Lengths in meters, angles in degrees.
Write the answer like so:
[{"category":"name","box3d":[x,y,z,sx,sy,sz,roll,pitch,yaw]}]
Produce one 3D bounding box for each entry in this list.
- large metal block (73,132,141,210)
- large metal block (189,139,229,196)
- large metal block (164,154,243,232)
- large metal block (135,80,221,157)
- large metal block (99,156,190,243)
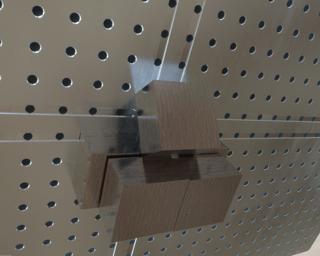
[{"category":"large metal block","box3d":[-0.061,0.052,0.396,0.081,0.050,0.079,1,118,-30]},{"category":"large metal block","box3d":[0.043,0.053,0.452,0.081,0.050,0.079,-1,119,-28]},{"category":"large metal block","box3d":[0.050,0.083,0.408,0.081,0.050,0.079,0,119,-29]},{"category":"large metal block","box3d":[0.021,-0.009,0.376,0.081,0.050,0.080,0,76,-29]},{"category":"large metal block","box3d":[-0.021,0.081,0.367,0.081,0.050,0.079,0,119,-29]}]
